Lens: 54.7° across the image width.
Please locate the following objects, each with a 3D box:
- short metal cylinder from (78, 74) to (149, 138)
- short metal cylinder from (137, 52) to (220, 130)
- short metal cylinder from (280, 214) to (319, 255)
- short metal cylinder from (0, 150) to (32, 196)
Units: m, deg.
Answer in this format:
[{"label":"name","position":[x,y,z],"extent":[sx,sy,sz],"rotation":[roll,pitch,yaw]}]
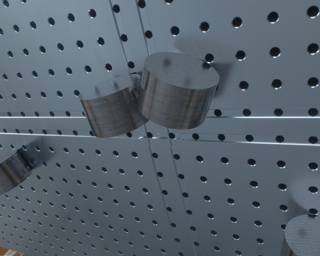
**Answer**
[{"label":"short metal cylinder","position":[-0.054,-0.029,0.386],"extent":[0.080,0.080,0.050],"rotation":[-4,117,30]},{"label":"short metal cylinder","position":[0.019,-0.043,0.340],"extent":[0.080,0.080,0.050],"rotation":[24,127,13]},{"label":"short metal cylinder","position":[0.188,0.151,0.370],"extent":[0.080,0.080,0.050],"rotation":[11,123,22]},{"label":"short metal cylinder","position":[-0.291,0.085,0.582],"extent":[0.080,0.080,0.050],"rotation":[-17,109,35]}]
